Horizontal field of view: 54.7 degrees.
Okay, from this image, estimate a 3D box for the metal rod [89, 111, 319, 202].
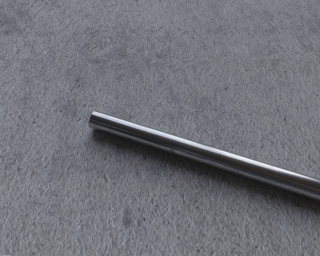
[{"bbox_3d":[0.052,0.031,0.376,0.301,0.025,0.025,17,52,13],"label":"metal rod"}]
